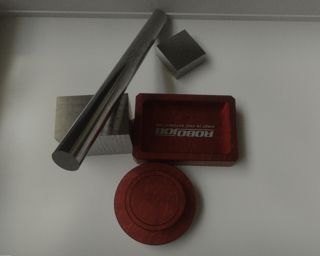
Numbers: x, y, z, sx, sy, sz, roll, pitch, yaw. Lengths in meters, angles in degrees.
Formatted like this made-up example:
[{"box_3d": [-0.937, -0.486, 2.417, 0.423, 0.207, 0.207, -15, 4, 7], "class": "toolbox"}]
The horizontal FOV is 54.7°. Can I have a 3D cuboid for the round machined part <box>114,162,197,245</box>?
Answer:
[{"box_3d": [-0.005, 0.088, 0.368, 0.099, 0.042, 0.098, 0, 70, 0], "class": "round machined part"}]

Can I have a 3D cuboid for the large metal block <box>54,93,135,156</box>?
[{"box_3d": [-0.075, -0.001, 0.380, 0.081, 0.080, 0.050, -3, 70, -1], "class": "large metal block"}]

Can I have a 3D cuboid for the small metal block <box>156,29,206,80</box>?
[{"box_3d": [0.030, -0.107, 0.449, 0.050, 0.025, 0.050, -33, 74, -12], "class": "small metal block"}]

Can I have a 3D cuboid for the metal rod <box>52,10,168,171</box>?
[{"box_3d": [-0.040, -0.070, 0.366, 0.025, 0.025, 0.301, 16, 44, 5], "class": "metal rod"}]

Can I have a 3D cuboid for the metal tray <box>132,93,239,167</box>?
[{"box_3d": [0.032, 0.002, 0.406, 0.131, 0.030, 0.090, 2, 70, 0], "class": "metal tray"}]
